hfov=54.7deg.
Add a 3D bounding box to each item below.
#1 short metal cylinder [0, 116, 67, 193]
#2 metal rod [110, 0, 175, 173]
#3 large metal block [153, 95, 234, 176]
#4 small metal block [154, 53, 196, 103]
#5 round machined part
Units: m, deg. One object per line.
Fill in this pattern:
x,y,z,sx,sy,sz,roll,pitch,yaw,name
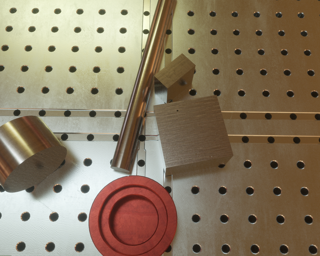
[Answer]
-0.161,0.031,0.369,0.080,0.080,0.050,-40,75,-13,short metal cylinder
-0.018,-0.084,0.442,0.025,0.025,0.299,12,70,4,metal rod
0.039,0.011,0.395,0.081,0.050,0.080,-10,70,-4,large metal block
0.019,-0.066,0.423,0.050,0.050,0.025,-41,75,-14,small metal block
-0.030,0.108,0.363,0.099,0.042,0.098,0,70,-1,round machined part
